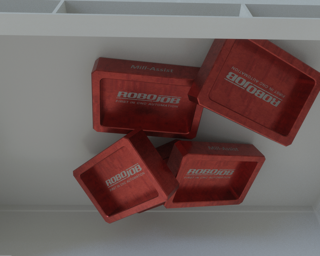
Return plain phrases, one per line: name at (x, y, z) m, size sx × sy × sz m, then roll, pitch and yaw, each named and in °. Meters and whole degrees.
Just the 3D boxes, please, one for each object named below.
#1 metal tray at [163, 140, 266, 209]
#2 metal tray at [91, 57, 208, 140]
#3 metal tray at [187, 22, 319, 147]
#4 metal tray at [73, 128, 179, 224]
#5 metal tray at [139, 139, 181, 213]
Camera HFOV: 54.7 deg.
metal tray at (0.070, 0.065, 0.425) m, size 0.131 × 0.030 × 0.089 m, roll 4°, pitch 120°, yaw -26°
metal tray at (-0.014, -0.033, 0.377) m, size 0.131 × 0.030 × 0.089 m, roll 5°, pitch 130°, yaw -5°
metal tray at (0.107, -0.045, 0.342) m, size 0.131 × 0.030 × 0.090 m, roll 24°, pitch 96°, yaw -20°
metal tray at (-0.049, 0.067, 0.404) m, size 0.130 × 0.030 × 0.090 m, roll -32°, pitch 93°, yaw 39°
metal tray at (-0.005, 0.078, 0.472) m, size 0.130 × 0.030 × 0.090 m, roll -25°, pitch 126°, yaw 19°
